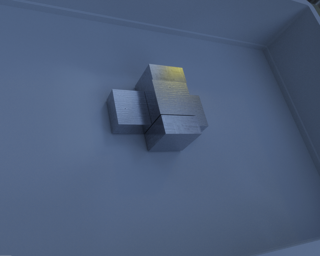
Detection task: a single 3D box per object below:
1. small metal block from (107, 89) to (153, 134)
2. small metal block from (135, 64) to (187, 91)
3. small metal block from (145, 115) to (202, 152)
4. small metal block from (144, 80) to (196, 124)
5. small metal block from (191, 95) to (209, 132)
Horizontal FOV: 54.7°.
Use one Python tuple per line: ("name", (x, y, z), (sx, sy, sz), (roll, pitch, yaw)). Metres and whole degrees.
("small metal block", (-0.037, -0.020, 0.395), (0.050, 0.025, 0.050), (1, 61, -28))
("small metal block", (0.000, -0.059, 0.423), (0.050, 0.050, 0.025), (1, 62, -28))
("small metal block", (0.016, 0.007, 0.389), (0.050, 0.050, 0.025), (1, 62, -28))
("small metal block", (0.012, -0.032, 0.396), (0.050, 0.025, 0.050), (1, 61, -28))
("small metal block", (0.034, -0.019, 0.433), (0.050, 0.025, 0.050), (1, 61, -28))
